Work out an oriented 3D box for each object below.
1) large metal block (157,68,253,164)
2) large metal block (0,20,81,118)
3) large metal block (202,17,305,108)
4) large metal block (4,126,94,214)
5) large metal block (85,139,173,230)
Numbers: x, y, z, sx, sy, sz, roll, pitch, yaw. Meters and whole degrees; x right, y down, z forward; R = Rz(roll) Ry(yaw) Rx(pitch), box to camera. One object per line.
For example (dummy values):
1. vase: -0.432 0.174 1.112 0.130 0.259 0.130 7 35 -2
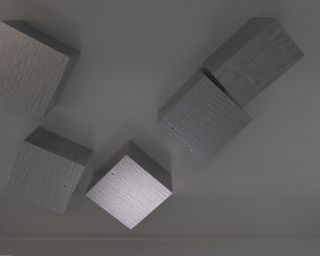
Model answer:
1. large metal block: 0.054 -0.016 0.392 0.080 0.050 0.080 40 105 -14
2. large metal block: -0.154 -0.072 0.370 0.080 0.050 0.080 27 108 -10
3. large metal block: 0.100 -0.078 0.354 0.080 0.080 0.050 -42 105 14
4. large metal block: -0.148 0.056 0.417 0.080 0.050 0.080 25 108 -9
5. large metal block: -0.040 0.077 0.426 0.080 0.050 0.080 42 105 -14
